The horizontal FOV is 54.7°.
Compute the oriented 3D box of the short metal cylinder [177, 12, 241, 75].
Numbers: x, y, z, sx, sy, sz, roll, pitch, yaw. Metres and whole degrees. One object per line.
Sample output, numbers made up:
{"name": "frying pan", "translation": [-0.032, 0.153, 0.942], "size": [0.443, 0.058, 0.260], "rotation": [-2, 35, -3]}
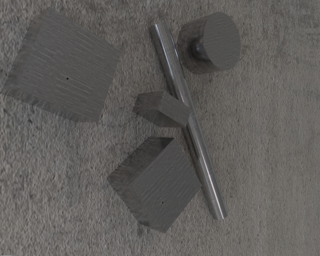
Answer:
{"name": "short metal cylinder", "translation": [0.072, -0.120, 0.448], "size": [0.081, 0.050, 0.080], "rotation": [0, 90, -40]}

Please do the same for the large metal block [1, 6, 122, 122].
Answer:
{"name": "large metal block", "translation": [-0.095, -0.057, 0.308], "size": [0.080, 0.050, 0.080], "rotation": [25, 74, -37]}

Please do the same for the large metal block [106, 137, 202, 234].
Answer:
{"name": "large metal block", "translation": [-0.005, 0.067, 0.385], "size": [0.080, 0.050, 0.080], "rotation": [-45, 117, -31]}

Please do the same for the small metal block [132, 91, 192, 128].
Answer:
{"name": "small metal block", "translation": [0.002, -0.022, 0.390], "size": [0.050, 0.050, 0.025], "rotation": [30, 71, -36]}

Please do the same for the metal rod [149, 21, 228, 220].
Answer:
{"name": "metal rod", "translation": [0.046, 0.000, 0.442], "size": [0.025, 0.025, 0.298], "rotation": [-31, 110, -36]}
